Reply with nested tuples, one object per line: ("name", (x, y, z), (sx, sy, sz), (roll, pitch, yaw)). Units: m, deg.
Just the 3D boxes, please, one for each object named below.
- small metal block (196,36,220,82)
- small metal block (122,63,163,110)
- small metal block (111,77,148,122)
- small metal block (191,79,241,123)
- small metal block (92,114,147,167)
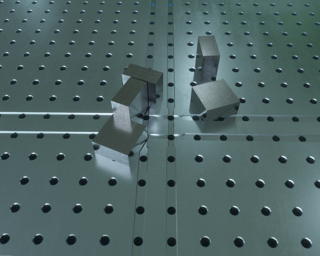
("small metal block", (0.073, -0.108, 0.483), (0.025, 0.050, 0.050), (-3, 50, -2))
("small metal block", (-0.024, -0.058, 0.441), (0.050, 0.050, 0.025), (18, 53, 15))
("small metal block", (-0.039, -0.031, 0.418), (0.025, 0.050, 0.050), (20, 53, 16))
("small metal block", (0.078, -0.040, 0.442), (0.050, 0.025, 0.050), (-16, 52, -13))
("small metal block", (-0.050, 0.015, 0.395), (0.050, 0.025, 0.050), (20, 53, 16))
